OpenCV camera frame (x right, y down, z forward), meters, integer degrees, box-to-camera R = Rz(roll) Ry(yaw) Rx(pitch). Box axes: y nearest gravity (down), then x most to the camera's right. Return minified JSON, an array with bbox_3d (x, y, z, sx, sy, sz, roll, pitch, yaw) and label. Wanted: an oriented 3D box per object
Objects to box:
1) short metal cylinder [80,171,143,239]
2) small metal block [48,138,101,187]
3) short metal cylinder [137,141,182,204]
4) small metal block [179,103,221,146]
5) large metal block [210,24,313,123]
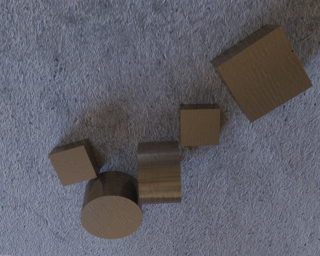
[{"bbox_3d":[-0.065,0.106,0.427,0.081,0.050,0.079,-3,120,-4],"label":"short metal cylinder"},{"bbox_3d":[-0.116,0.047,0.426,0.050,0.025,0.050,-16,109,5],"label":"small metal block"},{"bbox_3d":[0.000,0.057,0.402,0.050,0.080,0.079,-3,110,1],"label":"short metal cylinder"},{"bbox_3d":[0.051,-0.004,0.409,0.050,0.025,0.050,-2,110,0],"label":"small metal block"},{"bbox_3d":[0.119,-0.066,0.373,0.080,0.050,0.080,-33,107,11],"label":"large metal block"}]
